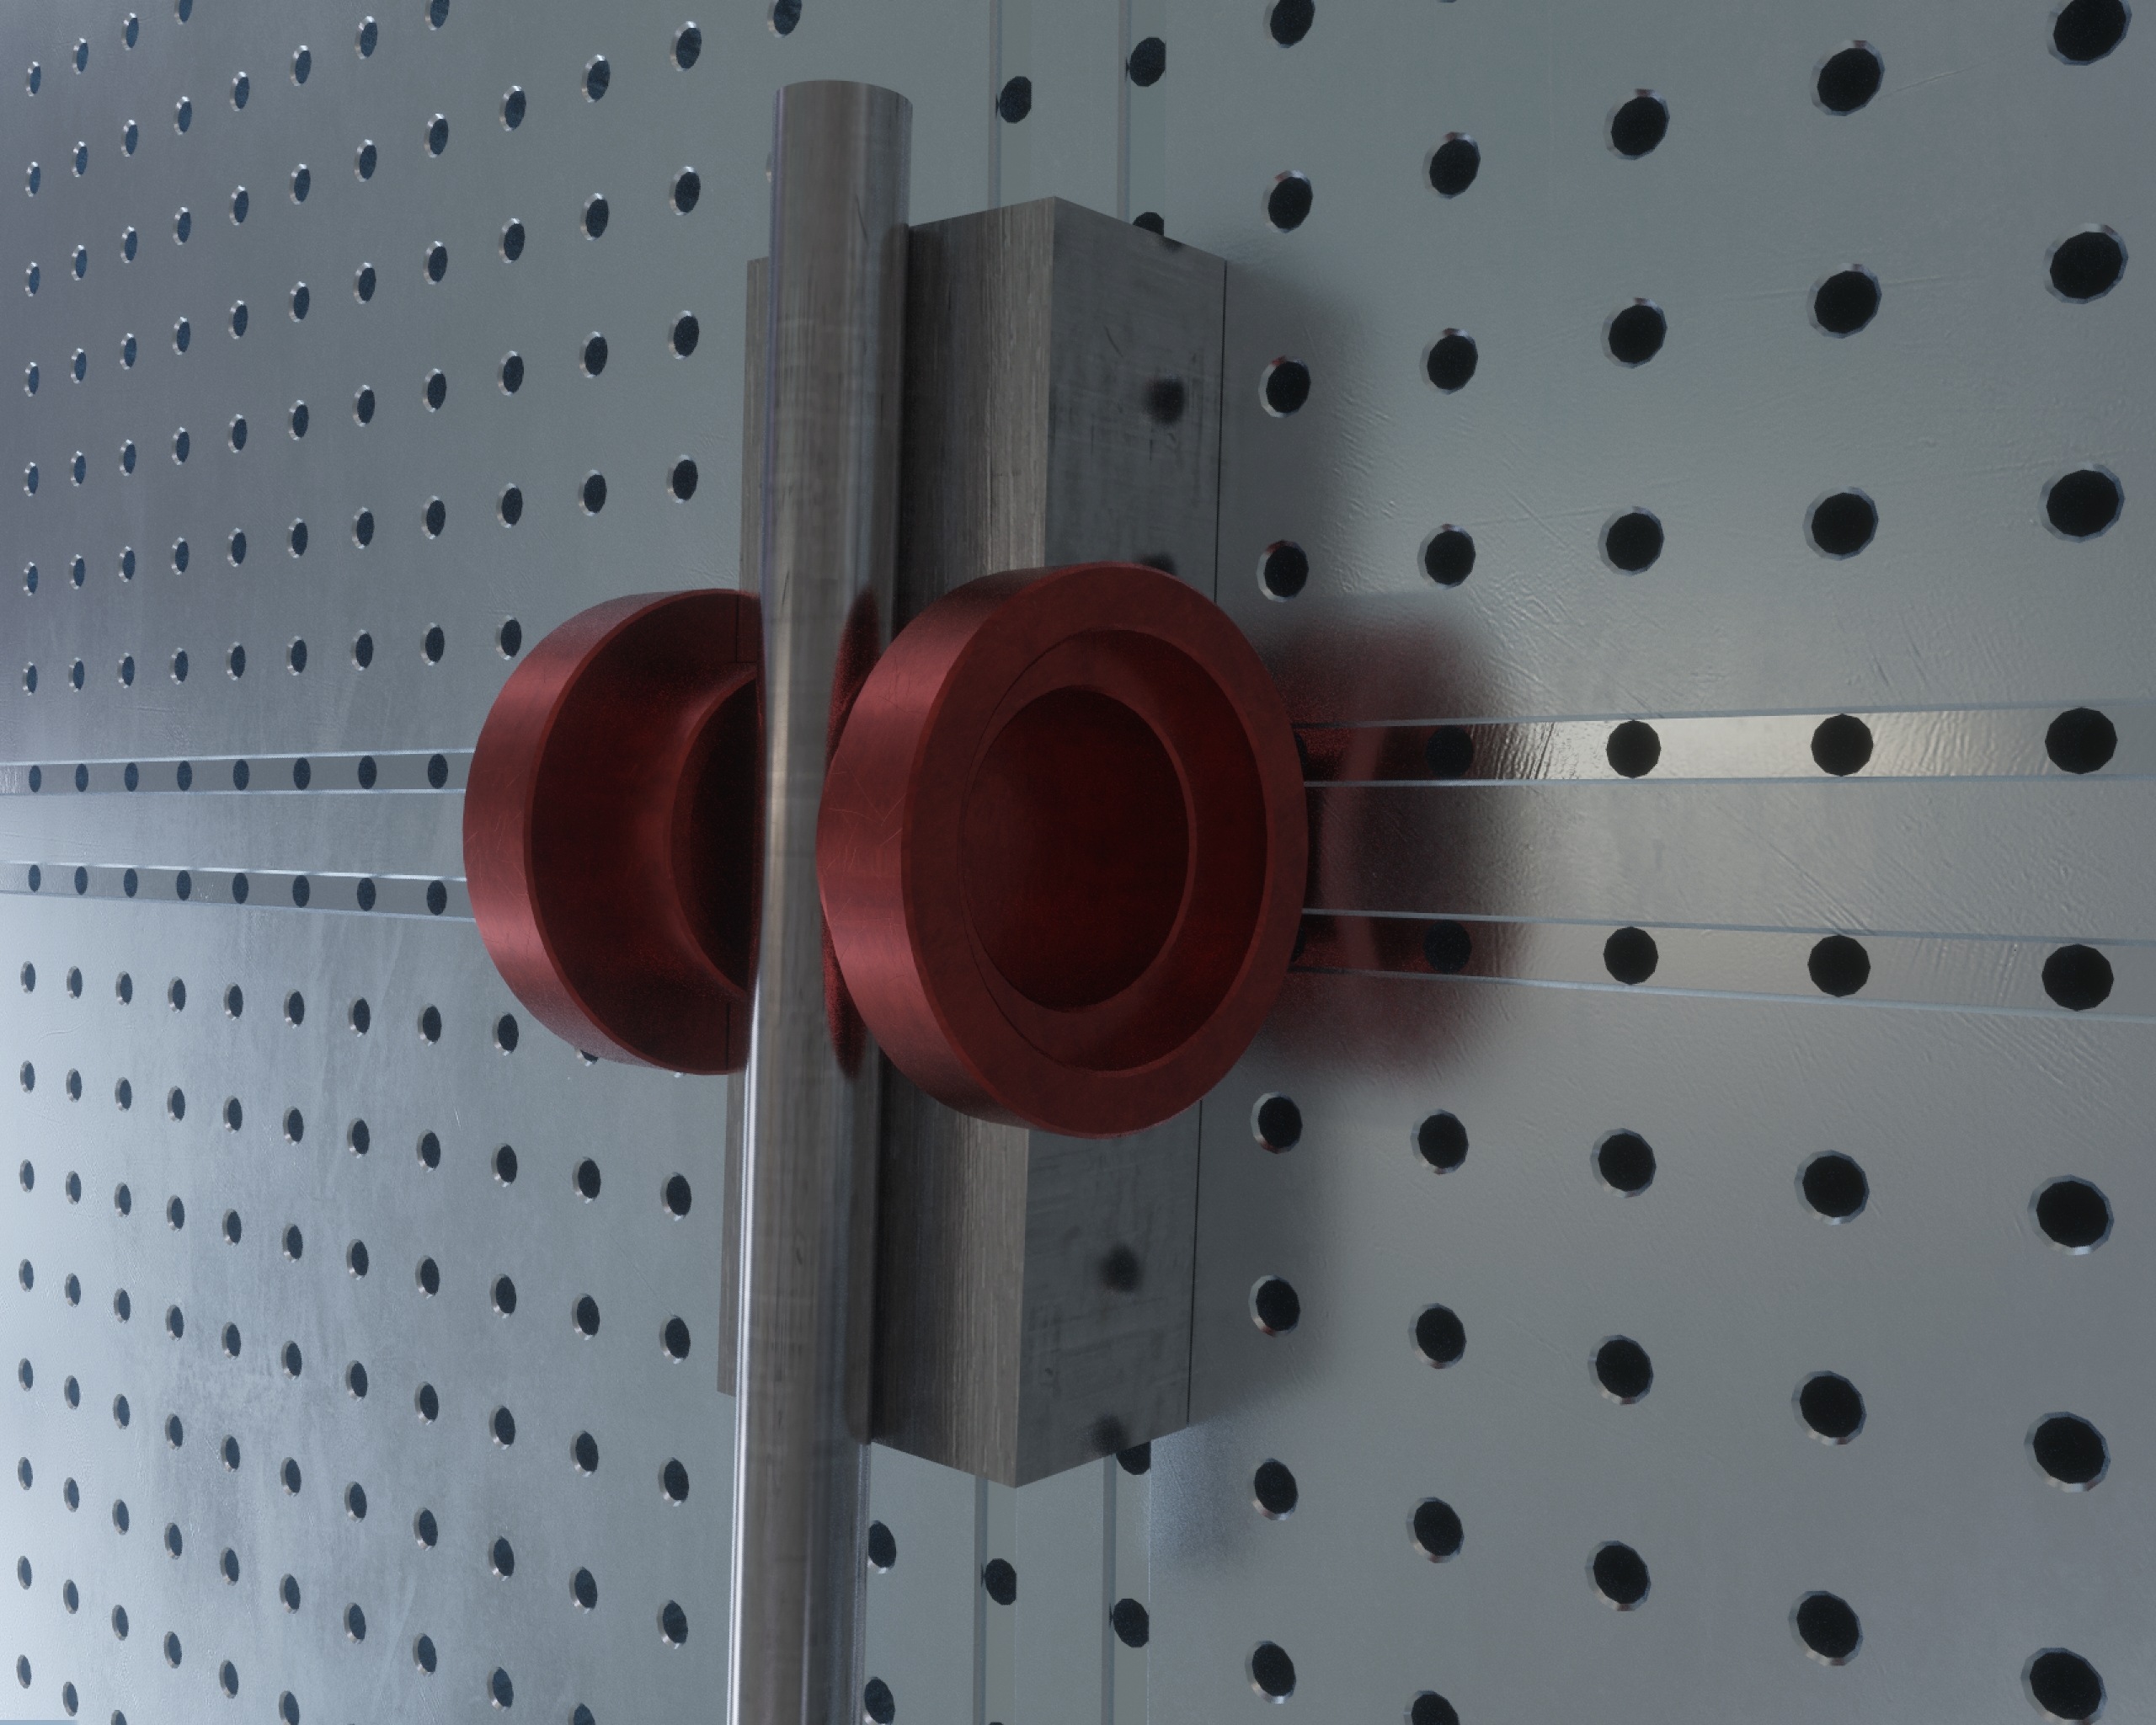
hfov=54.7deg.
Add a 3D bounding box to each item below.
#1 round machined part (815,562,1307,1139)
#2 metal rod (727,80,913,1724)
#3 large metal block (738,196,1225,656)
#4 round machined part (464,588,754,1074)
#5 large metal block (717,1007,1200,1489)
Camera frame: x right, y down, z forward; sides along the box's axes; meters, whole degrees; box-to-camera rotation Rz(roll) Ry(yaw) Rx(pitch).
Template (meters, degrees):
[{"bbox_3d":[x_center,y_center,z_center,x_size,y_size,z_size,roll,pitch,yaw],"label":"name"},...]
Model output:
[{"bbox_3d":[-0.007,-0.003,0.367,0.042,0.099,0.097,3,92,45],"label":"round machined part"},{"bbox_3d":[-0.048,0.011,0.383,0.025,0.025,0.298,3,92,40],"label":"metal rod"},{"bbox_3d":[-0.020,-0.078,0.409,0.080,0.050,0.079,3,92,40],"label":"large metal block"},{"bbox_3d":[-0.068,-0.006,0.417,0.042,0.099,0.097,3,92,40],"label":"round machined part"},{"bbox_3d":[-0.024,0.069,0.413,0.080,0.050,0.079,4,93,40],"label":"large metal block"}]
